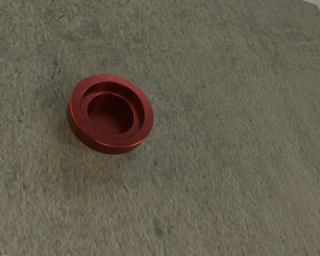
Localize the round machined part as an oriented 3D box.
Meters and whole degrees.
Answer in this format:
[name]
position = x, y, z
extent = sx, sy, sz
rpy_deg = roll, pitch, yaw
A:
[round machined part]
position = -0.061, -0.013, 0.369
extent = 0.099, 0.042, 0.098
rpy_deg = 14, 56, -21
